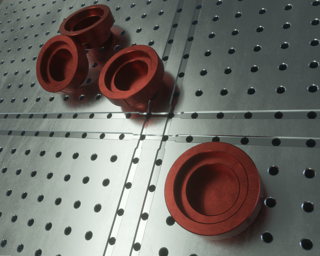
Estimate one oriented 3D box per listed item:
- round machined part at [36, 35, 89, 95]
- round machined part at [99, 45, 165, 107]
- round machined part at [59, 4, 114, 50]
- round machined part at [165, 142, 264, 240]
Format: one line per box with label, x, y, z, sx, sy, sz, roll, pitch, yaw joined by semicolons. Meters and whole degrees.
round machined part;-0.161;-0.105;0.529;0.098;0.042;0.097;-3;83;29
round machined part;-0.038;-0.072;0.460;0.098;0.042;0.098;-13;56;20
round machined part;-0.129;-0.180;0.564;0.098;0.042;0.098;-11;46;12
round machined part;0.058;0.067;0.325;0.098;0.042;0.098;-13;56;20
